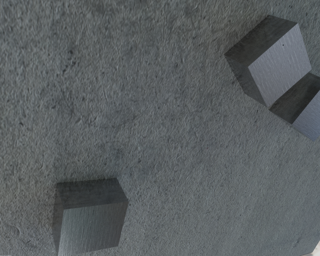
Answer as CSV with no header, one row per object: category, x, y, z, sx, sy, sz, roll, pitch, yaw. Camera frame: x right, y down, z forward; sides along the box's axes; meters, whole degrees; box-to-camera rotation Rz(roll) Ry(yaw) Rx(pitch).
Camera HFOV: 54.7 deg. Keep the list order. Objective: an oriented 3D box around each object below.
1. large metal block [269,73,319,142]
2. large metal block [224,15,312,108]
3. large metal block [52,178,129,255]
large metal block,0.238,-0.035,0.499,0.080,0.050,0.080,27,104,-37
large metal block,0.145,-0.088,0.415,0.080,0.050,0.080,-42,130,0
large metal block,-0.095,0.117,0.411,0.081,0.050,0.079,0,119,-29
